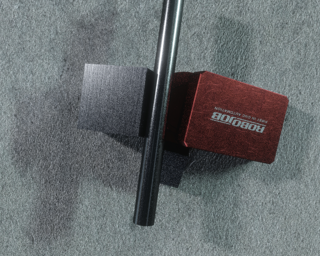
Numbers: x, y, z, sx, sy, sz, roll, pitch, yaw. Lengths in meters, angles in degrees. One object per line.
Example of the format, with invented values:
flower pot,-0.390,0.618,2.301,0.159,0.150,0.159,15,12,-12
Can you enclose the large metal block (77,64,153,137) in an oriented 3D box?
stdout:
large metal block,-0.050,-0.033,0.387,0.080,0.050,0.080,7,90,18

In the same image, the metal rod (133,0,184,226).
metal rod,0.001,-0.036,0.369,0.025,0.025,0.298,8,88,0

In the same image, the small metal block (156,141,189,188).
small metal block,0.007,0.045,0.401,0.050,0.025,0.050,16,116,0

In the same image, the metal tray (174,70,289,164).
metal tray,0.091,-0.011,0.387,0.131,0.030,0.089,13,91,-21

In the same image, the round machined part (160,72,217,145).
round machined part,0.031,-0.025,0.403,0.099,0.042,0.097,0,90,0
